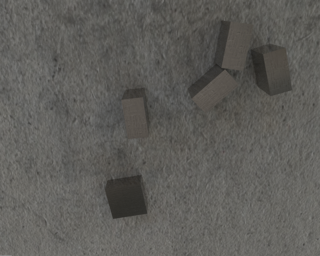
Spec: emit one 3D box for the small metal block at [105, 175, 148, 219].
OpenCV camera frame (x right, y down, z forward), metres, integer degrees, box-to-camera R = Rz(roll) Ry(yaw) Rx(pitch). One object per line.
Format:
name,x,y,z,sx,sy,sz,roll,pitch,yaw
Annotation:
small metal block,-0.047,0.099,0.446,0.050,0.025,0.050,-10,110,3

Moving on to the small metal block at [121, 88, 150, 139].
small metal block,-0.029,-0.020,0.389,0.025,0.050,0.050,-7,110,2

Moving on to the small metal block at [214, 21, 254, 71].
small metal block,0.084,-0.097,0.362,0.025,0.050,0.050,7,110,-3

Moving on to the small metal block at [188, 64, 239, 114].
small metal block,0.063,-0.050,0.379,0.050,0.050,0.025,-41,105,13

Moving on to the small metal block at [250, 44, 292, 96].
small metal block,0.133,-0.071,0.372,0.025,0.050,0.050,-16,110,5
